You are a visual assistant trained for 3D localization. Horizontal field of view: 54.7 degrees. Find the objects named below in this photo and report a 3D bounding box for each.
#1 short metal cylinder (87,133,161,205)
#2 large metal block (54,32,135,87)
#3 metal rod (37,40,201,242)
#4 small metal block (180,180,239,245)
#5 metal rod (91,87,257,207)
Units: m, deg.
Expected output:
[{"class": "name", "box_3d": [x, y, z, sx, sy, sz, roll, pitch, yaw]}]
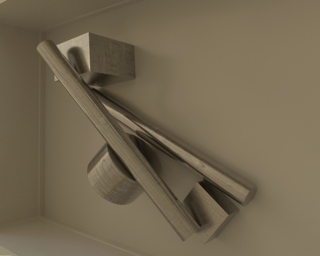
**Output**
[{"class": "short metal cylinder", "box_3d": [-0.046, 0.052, 0.404, 0.050, 0.081, 0.080, -47, 62, 29]}, {"class": "large metal block", "box_3d": [-0.094, -0.094, 0.445, 0.080, 0.081, 0.050, -5, 87, 39]}, {"class": "metal rod", "box_3d": [-0.058, 0.005, 0.375, 0.300, 0.025, 0.025, 50, 120, 13]}, {"class": "small metal block", "box_3d": [0.054, 0.096, 0.359, 0.050, 0.025, 0.050, 45, 117, 30]}, {"class": "metal rod", "box_3d": [-0.010, 0.008, 0.412, 0.300, 0.025, 0.025, 31, 109, 35]}]
